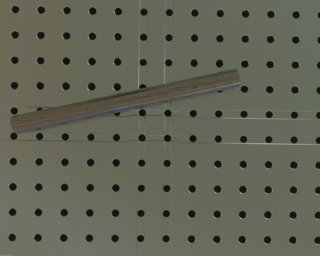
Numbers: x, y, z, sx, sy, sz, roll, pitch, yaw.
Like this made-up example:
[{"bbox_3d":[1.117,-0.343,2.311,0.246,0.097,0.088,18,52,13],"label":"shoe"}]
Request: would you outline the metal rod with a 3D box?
[{"bbox_3d":[-0.044,-0.036,0.412,0.302,0.025,0.025,-12,90,-1],"label":"metal rod"}]
